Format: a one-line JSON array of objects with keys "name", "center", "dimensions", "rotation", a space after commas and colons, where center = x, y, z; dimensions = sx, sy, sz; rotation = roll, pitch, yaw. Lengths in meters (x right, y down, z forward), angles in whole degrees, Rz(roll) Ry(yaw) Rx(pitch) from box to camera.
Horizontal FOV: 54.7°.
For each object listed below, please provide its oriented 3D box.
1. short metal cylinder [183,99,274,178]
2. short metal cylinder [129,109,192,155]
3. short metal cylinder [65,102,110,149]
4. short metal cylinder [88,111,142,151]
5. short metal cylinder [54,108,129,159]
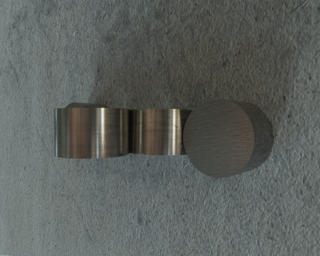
[{"name": "short metal cylinder", "center": [0.072, 0.010, 0.330], "dimensions": [0.080, 0.050, 0.080], "rotation": [1, 91, 39]}, {"name": "short metal cylinder", "center": [0.001, 0.004, 0.370], "dimensions": [0.080, 0.081, 0.050], "rotation": [1, 90, 40]}, {"name": "short metal cylinder", "center": [-0.112, 0.001, 0.483], "dimensions": [0.080, 0.050, 0.080], "rotation": [0, 90, 39]}, {"name": "short metal cylinder", "center": [-0.060, 0.003, 0.421], "dimensions": [0.080, 0.081, 0.050], "rotation": [1, 91, 40]}, {"name": "short metal cylinder", "center": [-0.074, 0.004, 0.342], "dimensions": [0.080, 0.081, 0.050], "rotation": [1, 92, 40]}]
